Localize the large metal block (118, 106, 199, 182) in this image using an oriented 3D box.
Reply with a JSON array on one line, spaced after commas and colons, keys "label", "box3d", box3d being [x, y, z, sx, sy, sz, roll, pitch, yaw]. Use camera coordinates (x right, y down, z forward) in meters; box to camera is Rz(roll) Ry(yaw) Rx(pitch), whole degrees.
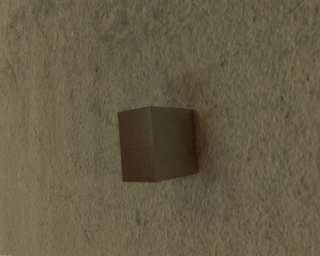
[{"label": "large metal block", "box3d": [0.000, 0.019, 0.368, 0.050, 0.081, 0.080, -8, 85, 39]}]
